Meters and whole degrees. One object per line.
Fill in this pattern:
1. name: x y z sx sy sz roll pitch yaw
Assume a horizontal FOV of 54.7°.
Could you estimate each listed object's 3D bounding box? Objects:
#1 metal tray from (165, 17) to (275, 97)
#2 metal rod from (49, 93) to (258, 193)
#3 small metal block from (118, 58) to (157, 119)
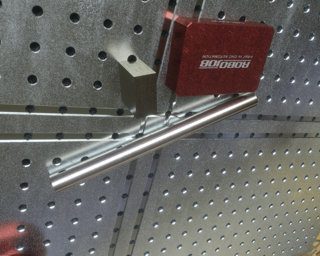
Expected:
1. metal tray: 0.077 -0.090 0.396 0.131 0.030 0.089 -6 121 -26
2. metal rod: 0.003 0.013 0.422 0.302 0.025 0.025 -23 127 -15
3. small metal block: -0.026 -0.046 0.354 0.025 0.050 0.050 -15 125 -21
